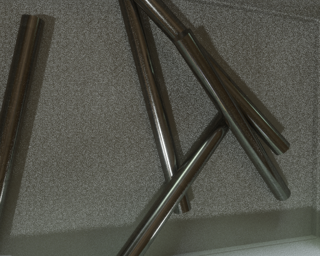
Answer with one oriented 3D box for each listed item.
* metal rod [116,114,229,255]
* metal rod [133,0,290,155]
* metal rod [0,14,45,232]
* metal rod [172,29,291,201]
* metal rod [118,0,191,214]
[{"bbox_3d":[0.033,0.062,0.397,0.025,0.025,0.301,46,66,-15],"label":"metal rod"},{"bbox_3d":[0.071,-0.072,0.407,0.300,0.025,0.025,44,76,-14],"label":"metal rod"},{"bbox_3d":[-0.173,0.021,0.346,0.025,0.025,0.298,12,86,-20],"label":"metal rod"},{"bbox_3d":[0.108,-0.001,0.418,0.025,0.025,0.300,-46,117,-14],"label":"metal rod"},{"bbox_3d":[-0.006,-0.032,0.409,0.025,0.025,0.298,-16,96,-20],"label":"metal rod"}]
